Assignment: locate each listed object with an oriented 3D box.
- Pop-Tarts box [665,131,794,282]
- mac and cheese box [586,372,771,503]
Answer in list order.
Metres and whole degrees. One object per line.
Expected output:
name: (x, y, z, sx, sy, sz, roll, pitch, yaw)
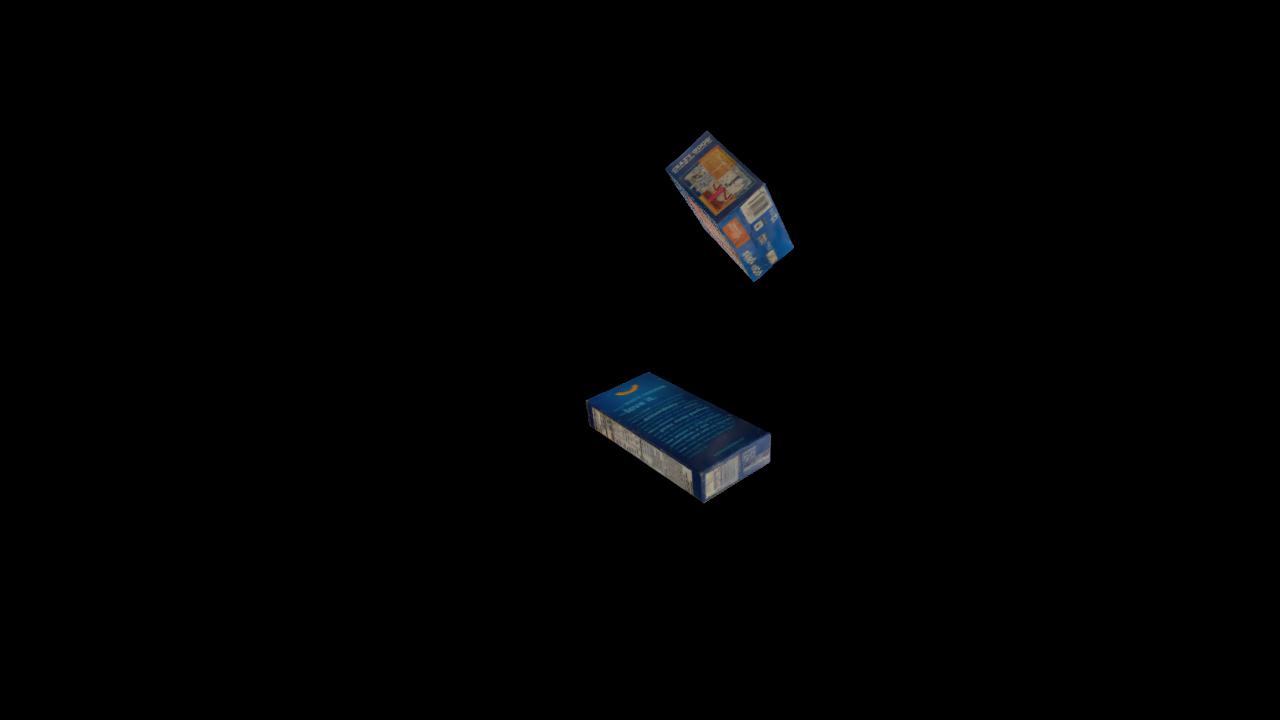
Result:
Pop-Tarts box: (0.132, -0.217, 0.888, 0.083, 0.141, 0.167, -39, -33, 7)
mac and cheese box: (0.034, 0.072, 0.633, 0.093, 0.041, 0.184, -25, 32, -31)
